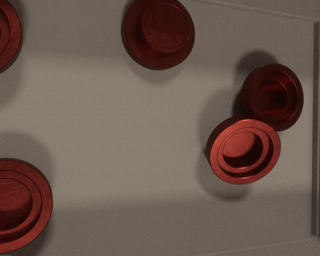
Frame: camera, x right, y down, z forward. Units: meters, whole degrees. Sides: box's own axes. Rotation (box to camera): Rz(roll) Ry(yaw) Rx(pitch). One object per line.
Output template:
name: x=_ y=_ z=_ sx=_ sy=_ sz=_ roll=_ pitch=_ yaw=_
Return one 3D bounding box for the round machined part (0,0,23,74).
round machined part: x=-0.199 y=-0.100 z=0.328 sx=0.099 sy=0.042 sz=0.097 roll=0 pitch=90 yaw=-21

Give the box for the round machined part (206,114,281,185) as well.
round machined part: x=0.112 y=0.027 z=0.432 sx=0.099 sy=0.042 sz=0.097 roll=-2 pitch=112 yaw=-6

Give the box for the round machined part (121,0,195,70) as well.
round machined part: x=0.002 y=-0.127 z=0.403 sx=0.099 sy=0.042 sz=0.097 roll=0 pitch=90 yaw=-21

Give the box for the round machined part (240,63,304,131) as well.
round machined part: x=0.161 y=-0.044 z=0.462 sx=0.099 sy=0.042 sz=0.097 roll=0 pitch=89 yaw=-21

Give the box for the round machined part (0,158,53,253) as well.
round machined part: x=-0.170 y=0.081 z=0.339 sx=0.099 sy=0.042 sz=0.097 roll=0 pitch=90 yaw=-21
